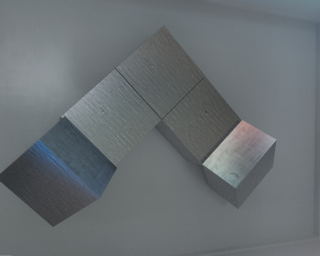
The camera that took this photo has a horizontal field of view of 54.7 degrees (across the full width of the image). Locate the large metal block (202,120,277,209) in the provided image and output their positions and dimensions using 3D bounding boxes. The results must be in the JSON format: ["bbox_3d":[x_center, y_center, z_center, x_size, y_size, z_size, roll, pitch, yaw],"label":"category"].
[{"bbox_3d":[0.107,0.050,0.412,0.080,0.050,0.080,-46,148,-14],"label":"large metal block"}]

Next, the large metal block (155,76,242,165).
[{"bbox_3d":[0.047,-0.009,0.413,0.080,0.050,0.080,-46,104,-14],"label":"large metal block"}]

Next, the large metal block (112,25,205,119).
[{"bbox_3d":[-0.005,-0.067,0.393,0.080,0.050,0.080,-46,104,-14],"label":"large metal block"}]

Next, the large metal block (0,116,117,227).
[{"bbox_3d":[-0.109,0.048,0.332,0.080,0.050,0.080,-35,106,27],"label":"large metal block"}]

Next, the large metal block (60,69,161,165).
[{"bbox_3d":[-0.060,-0.011,0.373,0.080,0.050,0.080,-46,104,-14],"label":"large metal block"}]
